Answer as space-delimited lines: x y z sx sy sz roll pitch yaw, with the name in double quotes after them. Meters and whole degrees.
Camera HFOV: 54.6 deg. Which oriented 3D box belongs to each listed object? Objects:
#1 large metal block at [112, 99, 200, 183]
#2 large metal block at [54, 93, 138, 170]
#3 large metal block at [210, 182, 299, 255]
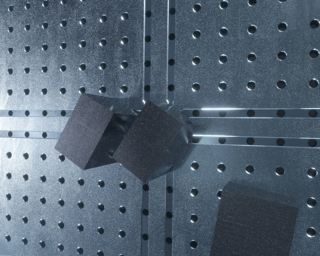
-0.001 0.015 0.384 0.050 0.080 0.080 36 102 16 "large metal block"
-0.079 0.004 0.412 0.050 0.080 0.080 33 101 17 "large metal block"
0.109 0.115 0.361 0.080 0.050 0.080 11 94 19 "large metal block"
